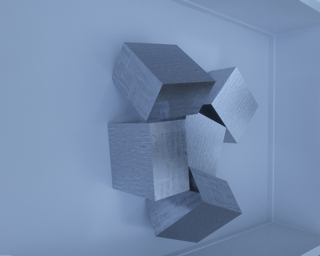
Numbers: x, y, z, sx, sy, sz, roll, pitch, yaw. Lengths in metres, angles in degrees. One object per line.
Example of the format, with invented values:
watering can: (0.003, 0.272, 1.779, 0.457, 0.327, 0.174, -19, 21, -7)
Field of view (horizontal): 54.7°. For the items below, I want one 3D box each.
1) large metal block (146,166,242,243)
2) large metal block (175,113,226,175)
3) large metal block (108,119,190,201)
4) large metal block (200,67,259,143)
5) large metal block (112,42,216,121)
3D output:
large metal block: (0.043, 0.102, 0.399, 0.080, 0.080, 0.050, 26, 32, -39)
large metal block: (0.039, 0.024, 0.424, 0.080, 0.050, 0.080, 24, 75, -38)
large metal block: (-0.015, 0.032, 0.359, 0.050, 0.080, 0.079, -7, 95, -40)
large metal block: (0.096, -0.034, 0.472, 0.080, 0.050, 0.080, 52, 60, -28)
large metal block: (0.003, -0.057, 0.366, 0.081, 0.080, 0.050, -10, 138, -39)
